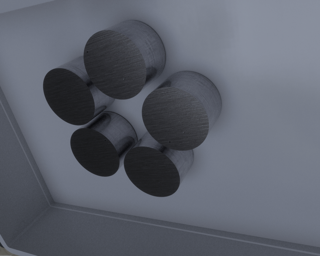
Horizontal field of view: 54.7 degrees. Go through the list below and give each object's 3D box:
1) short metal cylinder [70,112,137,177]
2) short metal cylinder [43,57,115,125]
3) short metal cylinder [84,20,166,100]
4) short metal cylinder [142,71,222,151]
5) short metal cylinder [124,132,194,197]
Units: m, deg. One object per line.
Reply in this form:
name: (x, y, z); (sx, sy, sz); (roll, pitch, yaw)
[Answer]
short metal cylinder: (-0.080, 0.023, 0.446); (0.080, 0.050, 0.079); (13, 124, 21)
short metal cylinder: (-0.107, -0.050, 0.415); (0.080, 0.050, 0.079); (13, 124, 21)
short metal cylinder: (-0.041, -0.080, 0.362); (0.080, 0.050, 0.079); (13, 124, 21)
short metal cylinder: (0.026, -0.020, 0.364); (0.080, 0.050, 0.079); (13, 124, 21)
short metal cylinder: (-0.001, 0.046, 0.419); (0.080, 0.050, 0.079); (13, 124, 21)
